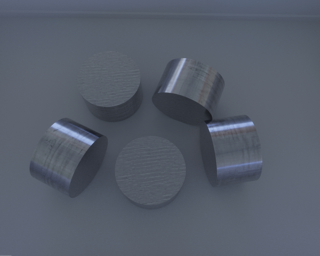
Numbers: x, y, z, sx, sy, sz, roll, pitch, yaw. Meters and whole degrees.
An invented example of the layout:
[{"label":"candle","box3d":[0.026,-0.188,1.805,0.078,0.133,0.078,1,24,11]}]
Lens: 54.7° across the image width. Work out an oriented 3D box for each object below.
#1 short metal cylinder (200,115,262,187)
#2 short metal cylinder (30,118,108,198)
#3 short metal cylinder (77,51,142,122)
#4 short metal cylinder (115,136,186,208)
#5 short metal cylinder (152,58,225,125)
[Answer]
[{"label":"short metal cylinder","box3d":[0.081,0.027,0.370,0.050,0.080,0.080,-8,70,-3]},{"label":"short metal cylinder","box3d":[-0.104,0.034,0.364,0.050,0.080,0.080,26,72,9]},{"label":"short metal cylinder","box3d":[-0.065,-0.055,0.414,0.081,0.050,0.080,0,70,0]},{"label":"short metal cylinder","box3d":[-0.011,0.055,0.374,0.081,0.050,0.080,0,70,0]},{"label":"short metal cylinder","box3d":[0.036,-0.044,0.397,0.080,0.080,0.050,20,71,7]}]
